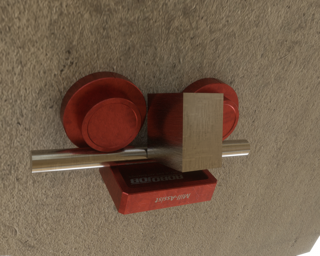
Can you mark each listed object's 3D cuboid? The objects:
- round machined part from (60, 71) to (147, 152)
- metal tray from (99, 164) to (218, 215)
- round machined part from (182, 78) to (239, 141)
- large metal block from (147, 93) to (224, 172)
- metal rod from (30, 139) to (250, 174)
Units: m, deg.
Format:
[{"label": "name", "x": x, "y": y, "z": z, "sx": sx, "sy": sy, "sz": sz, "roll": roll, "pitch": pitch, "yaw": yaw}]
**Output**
[{"label": "round machined part", "x": -0.060, "y": -0.012, "z": 0.356, "sx": 0.099, "sy": 0.042, "sz": 0.097, "roll": -14, "pitch": 125, "yaw": -21}, {"label": "metal tray", "x": -0.003, "y": 0.062, "z": 0.404, "sx": 0.131, "sy": 0.090, "sz": 0.030, "roll": -1, "pitch": 119, "yaw": -28}, {"label": "round machined part", "x": 0.069, "y": -0.016, "z": 0.426, "sx": 0.099, "sy": 0.042, "sz": 0.097, "roll": -14, "pitch": 125, "yaw": -21}, {"label": "large metal block", "x": 0.026, "y": 0.000, "z": 0.354, "sx": 0.050, "sy": 0.080, "sz": 0.079, "roll": -2, "pitch": 96, "yaw": -28}, {"label": "metal rod", "x": -0.004, "y": 0.033, "z": 0.401, "sx": 0.303, "sy": 0.025, "sz": 0.025, "roll": -1, "pitch": 119, "yaw": -28}]
